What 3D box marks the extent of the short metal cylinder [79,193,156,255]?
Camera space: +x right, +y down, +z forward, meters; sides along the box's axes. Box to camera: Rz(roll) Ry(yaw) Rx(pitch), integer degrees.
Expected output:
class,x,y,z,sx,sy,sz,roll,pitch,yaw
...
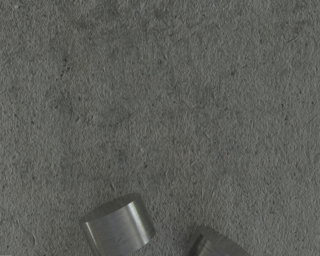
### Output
class,x,y,z,sx,sy,sz,roll,pitch,yaw
short metal cylinder,-0.052,0.120,0.382,0.080,0.080,0.050,-23,90,0

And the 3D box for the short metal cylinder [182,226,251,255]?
class,x,y,z,sx,sy,sz,roll,pitch,yaw
short metal cylinder,0.070,0.166,0.383,0.080,0.080,0.050,29,90,0
